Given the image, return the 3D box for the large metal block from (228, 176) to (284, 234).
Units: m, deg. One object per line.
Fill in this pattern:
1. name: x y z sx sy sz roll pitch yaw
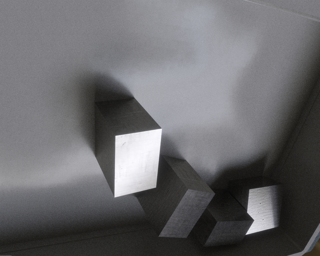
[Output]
1. large metal block: 0.168 0.134 0.552 0.081 0.050 0.079 -2 100 -28

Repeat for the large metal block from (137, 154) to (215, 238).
1. large metal block: 0.019 0.097 0.443 0.050 0.080 0.080 18 109 -35

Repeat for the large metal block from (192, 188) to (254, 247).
1. large metal block: 0.092 0.145 0.512 0.081 0.080 0.050 9 114 -32

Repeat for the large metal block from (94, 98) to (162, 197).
1. large metal block: -0.041 0.020 0.363 0.050 0.080 0.079 -9 122 -24
